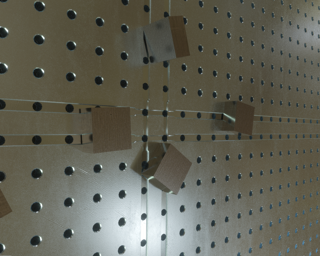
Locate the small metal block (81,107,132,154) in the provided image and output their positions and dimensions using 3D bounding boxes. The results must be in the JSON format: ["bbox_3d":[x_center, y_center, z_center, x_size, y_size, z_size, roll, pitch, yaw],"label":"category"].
[{"bbox_3d":[-0.062,0.001,0.359,0.050,0.025,0.050,-4,93,-40],"label":"small metal block"}]

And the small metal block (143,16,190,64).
[{"bbox_3d":[0.008,-0.113,0.401,0.025,0.050,0.050,-20,103,-39],"label":"small metal block"}]

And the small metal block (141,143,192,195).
[{"bbox_3d":[0.010,0.055,0.420,0.050,0.025,0.050,44,64,-32],"label":"small metal block"}]

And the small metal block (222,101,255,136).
[{"bbox_3d":[0.133,-0.016,0.524,0.050,0.025,0.050,13,82,-40],"label":"small metal block"}]

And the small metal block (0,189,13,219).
[{"bbox_3d":[-0.161,0.069,0.259,0.050,0.050,0.025,-31,110,-36],"label":"small metal block"}]
